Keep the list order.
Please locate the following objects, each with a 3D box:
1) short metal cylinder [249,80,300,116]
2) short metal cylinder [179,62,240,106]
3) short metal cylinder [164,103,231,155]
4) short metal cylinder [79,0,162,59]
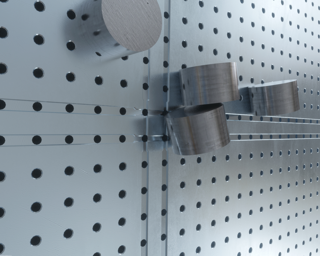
[{"bbox_3d":[0.199,-0.054,0.544,0.081,0.080,0.050,-17,101,-39],"label":"short metal cylinder"},{"bbox_3d":[0.069,-0.061,0.433,0.081,0.080,0.050,-12,98,-40],"label":"short metal cylinder"},{"bbox_3d":[0.050,-0.001,0.418,0.081,0.080,0.050,-23,105,-38],"label":"short metal cylinder"},{"bbox_3d":[-0.044,-0.124,0.357,0.081,0.050,0.079,0,90,-40],"label":"short metal cylinder"}]
